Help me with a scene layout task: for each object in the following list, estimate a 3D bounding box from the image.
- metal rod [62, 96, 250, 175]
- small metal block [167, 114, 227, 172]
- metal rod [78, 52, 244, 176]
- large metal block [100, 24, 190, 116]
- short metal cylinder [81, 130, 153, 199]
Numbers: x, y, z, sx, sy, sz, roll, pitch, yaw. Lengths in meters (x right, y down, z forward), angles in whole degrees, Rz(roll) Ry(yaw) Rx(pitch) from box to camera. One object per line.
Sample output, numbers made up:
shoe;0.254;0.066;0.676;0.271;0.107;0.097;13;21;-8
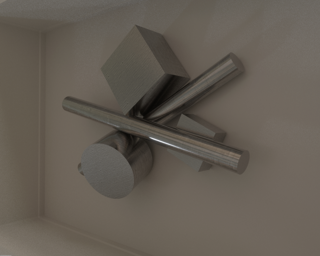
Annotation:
metal rod;-0.031;-0.002;0.395;0.300;0.025;0.025;18;101;38
small metal block;0.042;0.016;0.366;0.050;0.025;0.050;33;110;34
metal rod;-0.020;-0.003;0.418;0.299;0.025;0.025;-34;69;34
large metal block;-0.021;-0.071;0.403;0.080;0.050;0.080;-43;64;31
short metal cylinder;-0.057;0.047;0.415;0.080;0.050;0.079;11;116;23
